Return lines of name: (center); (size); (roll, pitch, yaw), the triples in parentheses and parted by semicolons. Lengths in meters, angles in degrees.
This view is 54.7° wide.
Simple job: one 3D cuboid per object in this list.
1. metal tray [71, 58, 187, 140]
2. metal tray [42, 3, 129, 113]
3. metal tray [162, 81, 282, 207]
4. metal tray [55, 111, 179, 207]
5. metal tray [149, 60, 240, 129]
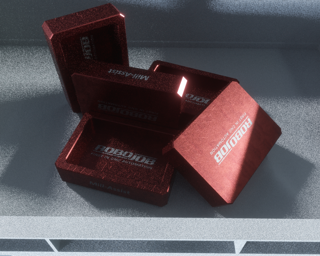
metal tray: (-0.036, -0.032, 0.386); (0.131, 0.089, 0.030); (12, 51, 9)
metal tray: (-0.088, -0.086, 0.405); (0.091, 0.129, 0.030); (-24, 55, -19)
metal tray: (0.076, 0.015, 0.362); (0.090, 0.030, 0.131); (47, 60, -1)
metal tray: (-0.044, 0.033, 0.370); (0.131, 0.030, 0.090); (12, 51, 10)
metal tray: (0.037, -0.045, 0.438); (0.130, 0.030, 0.090); (16, 52, 13)
